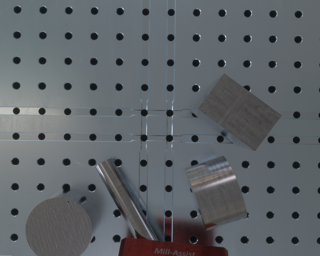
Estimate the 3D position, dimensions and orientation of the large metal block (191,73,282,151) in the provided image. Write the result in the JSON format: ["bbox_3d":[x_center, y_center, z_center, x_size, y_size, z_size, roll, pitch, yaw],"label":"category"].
[{"bbox_3d":[0.089,-0.018,0.386,0.080,0.080,0.050,36,90,0],"label":"large metal block"}]

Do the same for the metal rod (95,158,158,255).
[{"bbox_3d":[0.002,0.173,0.390,0.025,0.025,0.299,-31,81,0],"label":"metal rod"}]

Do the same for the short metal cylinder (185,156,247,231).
[{"bbox_3d":[0.068,0.080,0.386,0.050,0.080,0.080,-19,90,0],"label":"short metal cylinder"}]

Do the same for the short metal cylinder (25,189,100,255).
[{"bbox_3d":[-0.123,0.124,0.400,0.081,0.050,0.080,0,90,0],"label":"short metal cylinder"}]

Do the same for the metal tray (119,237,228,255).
[{"bbox_3d":[0.014,0.184,0.389,0.131,0.030,0.089,6,123,0],"label":"metal tray"}]
